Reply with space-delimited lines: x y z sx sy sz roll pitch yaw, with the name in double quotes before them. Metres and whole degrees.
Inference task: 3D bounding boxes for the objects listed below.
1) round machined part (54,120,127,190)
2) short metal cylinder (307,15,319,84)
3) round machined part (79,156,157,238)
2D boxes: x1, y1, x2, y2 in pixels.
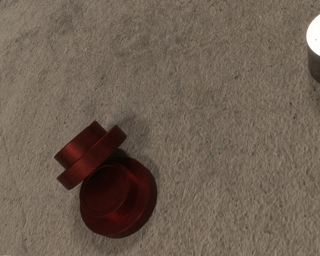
"round machined part" -0.092 0.028 0.387 0.098 0.042 0.098 -41 7 6
"short metal cylinder" 0.204 -0.088 0.335 0.080 0.050 0.080 -13 56 20
"round machined part" -0.057 0.079 0.373 0.098 0.042 0.098 -13 56 20
